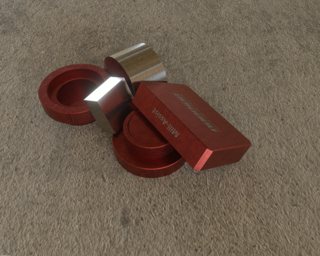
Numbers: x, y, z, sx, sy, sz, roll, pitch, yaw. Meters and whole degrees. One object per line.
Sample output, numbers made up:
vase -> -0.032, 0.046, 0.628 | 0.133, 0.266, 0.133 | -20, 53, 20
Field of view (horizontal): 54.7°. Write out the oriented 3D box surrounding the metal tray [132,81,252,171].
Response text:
metal tray -> 0.037, -0.008, 0.380 | 0.091, 0.030, 0.130 | -4, 41, -46

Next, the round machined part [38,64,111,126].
round machined part -> -0.111, -0.041, 0.427 | 0.099, 0.042, 0.098 | 0, 50, 0

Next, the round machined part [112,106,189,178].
round machined part -> -0.010, 0.010, 0.385 | 0.099, 0.042, 0.098 | 0, 50, 0

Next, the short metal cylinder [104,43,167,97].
short metal cylinder -> -0.034, -0.071, 0.429 | 0.050, 0.080, 0.080 | -31, 57, -23

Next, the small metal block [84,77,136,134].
small metal block -> -0.059, -0.029, 0.389 | 0.025, 0.050, 0.050 | 9, 45, 39
